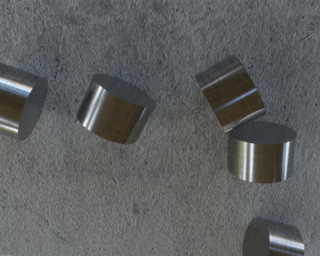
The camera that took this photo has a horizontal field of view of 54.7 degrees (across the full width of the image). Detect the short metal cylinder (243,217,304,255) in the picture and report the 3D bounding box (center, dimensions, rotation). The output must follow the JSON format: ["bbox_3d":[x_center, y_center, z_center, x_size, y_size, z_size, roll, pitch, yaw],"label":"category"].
[{"bbox_3d":[0.160,0.174,0.446,0.050,0.080,0.079,16,109,-6],"label":"short metal cylinder"}]

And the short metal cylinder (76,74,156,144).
[{"bbox_3d":[-0.052,-0.024,0.371,0.080,0.080,0.050,25,108,-9],"label":"short metal cylinder"}]

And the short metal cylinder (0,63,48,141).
[{"bbox_3d":[-0.175,-0.031,0.368,0.050,0.080,0.079,19,109,-7],"label":"short metal cylinder"}]

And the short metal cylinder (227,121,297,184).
[{"bbox_3d":[0.127,0.028,0.392,0.080,0.080,0.050,-3,110,1],"label":"short metal cylinder"}]

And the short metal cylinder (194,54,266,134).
[{"bbox_3d":[0.082,-0.039,0.367,0.050,0.080,0.080,-29,108,10],"label":"short metal cylinder"}]
